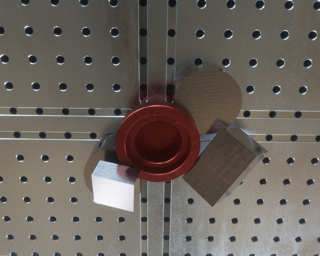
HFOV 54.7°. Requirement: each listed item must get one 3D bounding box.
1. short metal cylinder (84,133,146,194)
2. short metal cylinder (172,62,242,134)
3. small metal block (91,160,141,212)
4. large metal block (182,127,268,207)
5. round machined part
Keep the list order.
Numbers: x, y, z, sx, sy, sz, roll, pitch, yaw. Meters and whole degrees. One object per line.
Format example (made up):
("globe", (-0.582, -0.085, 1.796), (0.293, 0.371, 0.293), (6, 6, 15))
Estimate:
("short metal cylinder", (-0.057, 0.053, 0.419), (0.081, 0.050, 0.079), (0, 110, 0))
("short metal cylinder", (0.056, -0.038, 0.386), (0.081, 0.050, 0.079), (0, 110, 0))
("small metal block", (-0.052, 0.070, 0.372), (0.050, 0.025, 0.050), (12, 130, 8))
("large metal block", (0.085, 0.046, 0.395), (0.050, 0.080, 0.080), (43, 108, 21))
("round machined part", (-0.002, 0.013, 0.378), (0.099, 0.042, 0.097), (0, 110, 0))
